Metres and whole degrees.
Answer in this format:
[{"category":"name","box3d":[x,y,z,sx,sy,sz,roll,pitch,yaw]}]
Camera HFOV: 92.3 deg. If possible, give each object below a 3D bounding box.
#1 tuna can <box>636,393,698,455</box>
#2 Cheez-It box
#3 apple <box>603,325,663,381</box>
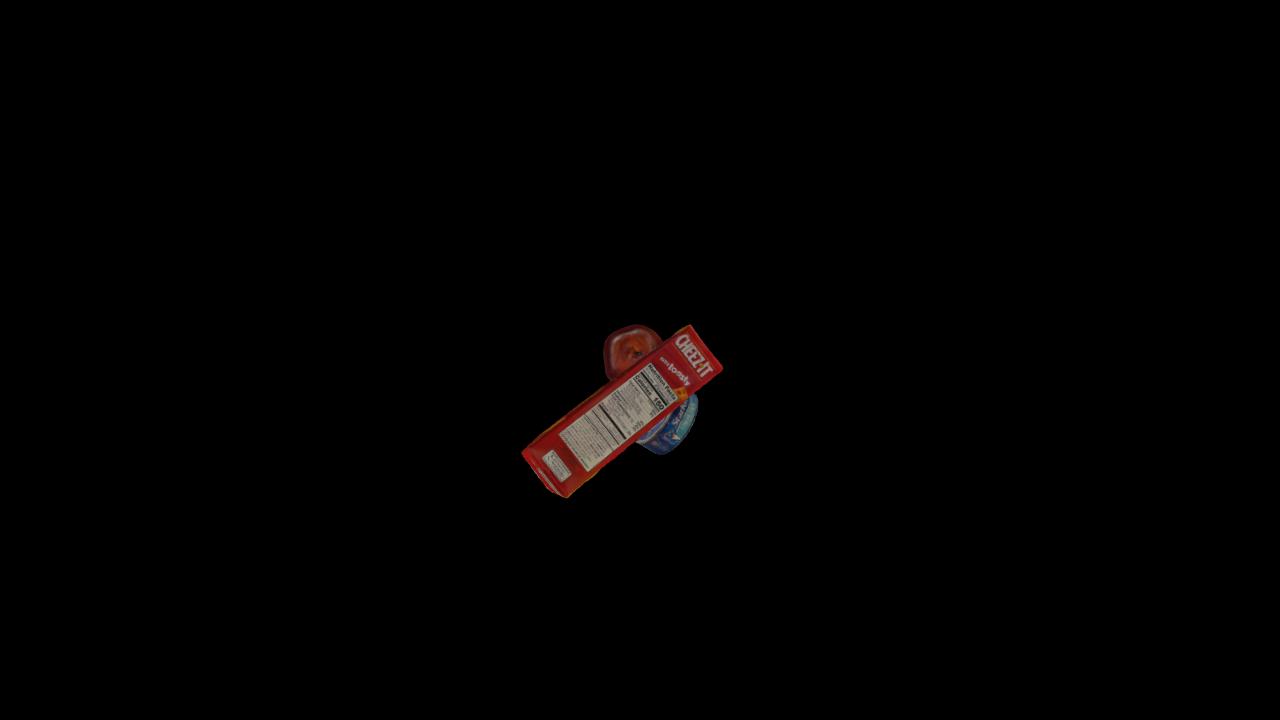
[{"category":"tuna can","box3d":[0.028,0.064,0.696,0.034,0.084,0.084,33,-12,-19]},{"category":"Cheez-It box","box3d":[-0.027,0.062,0.710,0.223,0.071,0.166,-37,0,-16]},{"category":"apple","box3d":[-0.006,-0.002,0.729,0.079,0.079,0.093,0,-7,-3]}]
